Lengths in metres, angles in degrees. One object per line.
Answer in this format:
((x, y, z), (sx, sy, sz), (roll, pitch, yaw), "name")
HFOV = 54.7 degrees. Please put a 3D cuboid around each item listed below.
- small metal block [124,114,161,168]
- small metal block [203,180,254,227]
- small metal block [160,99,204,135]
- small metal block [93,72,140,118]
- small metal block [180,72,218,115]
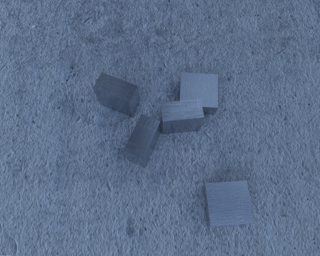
((-0.021, 0.017, 0.388), (0.025, 0.050, 0.050), (22, 72, 8), "small metal block")
((0.081, 0.092, 0.375), (0.050, 0.025, 0.050), (-4, 70, -2), "small metal block")
((0.027, -0.014, 0.400), (0.050, 0.050, 0.025), (-6, 70, -2), "small metal block")
((-0.056, -0.043, 0.410), (0.050, 0.050, 0.025), (22, 72, 7), "small metal block")
((0.052, -0.047, 0.426), (0.050, 0.025, 0.050), (3, 70, 1), "small metal block")
